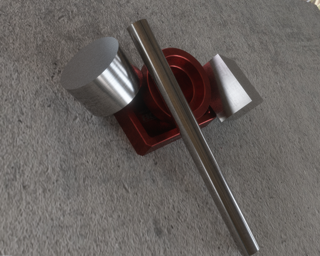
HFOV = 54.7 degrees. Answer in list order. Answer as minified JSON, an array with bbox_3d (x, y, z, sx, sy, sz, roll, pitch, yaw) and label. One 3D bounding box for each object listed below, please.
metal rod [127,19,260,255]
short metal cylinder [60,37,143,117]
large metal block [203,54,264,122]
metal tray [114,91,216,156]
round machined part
[{"bbox_3d":[0.041,0.015,0.364,0.025,0.025,0.299,-31,96,-38],"label":"metal rod"},{"bbox_3d":[-0.068,-0.060,0.363,0.050,0.080,0.080,50,39,-42],"label":"short metal cylinder"},{"bbox_3d":[0.102,-0.058,0.460,0.080,0.050,0.080,58,27,13],"label":"large metal block"},{"bbox_3d":[0.006,-0.027,0.423,0.131,0.030,0.090,-23,74,-36],"label":"metal tray"},{"bbox_3d":[0.016,-0.051,0.404,0.099,0.042,0.098,10,72,-31],"label":"round machined part"}]
